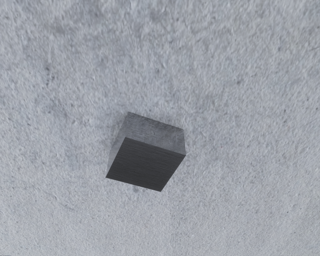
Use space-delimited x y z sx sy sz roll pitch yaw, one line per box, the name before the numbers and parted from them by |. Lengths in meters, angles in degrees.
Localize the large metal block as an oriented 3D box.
large metal block | -0.020 0.034 0.420 0.081 0.050 0.079 18 128 -15
